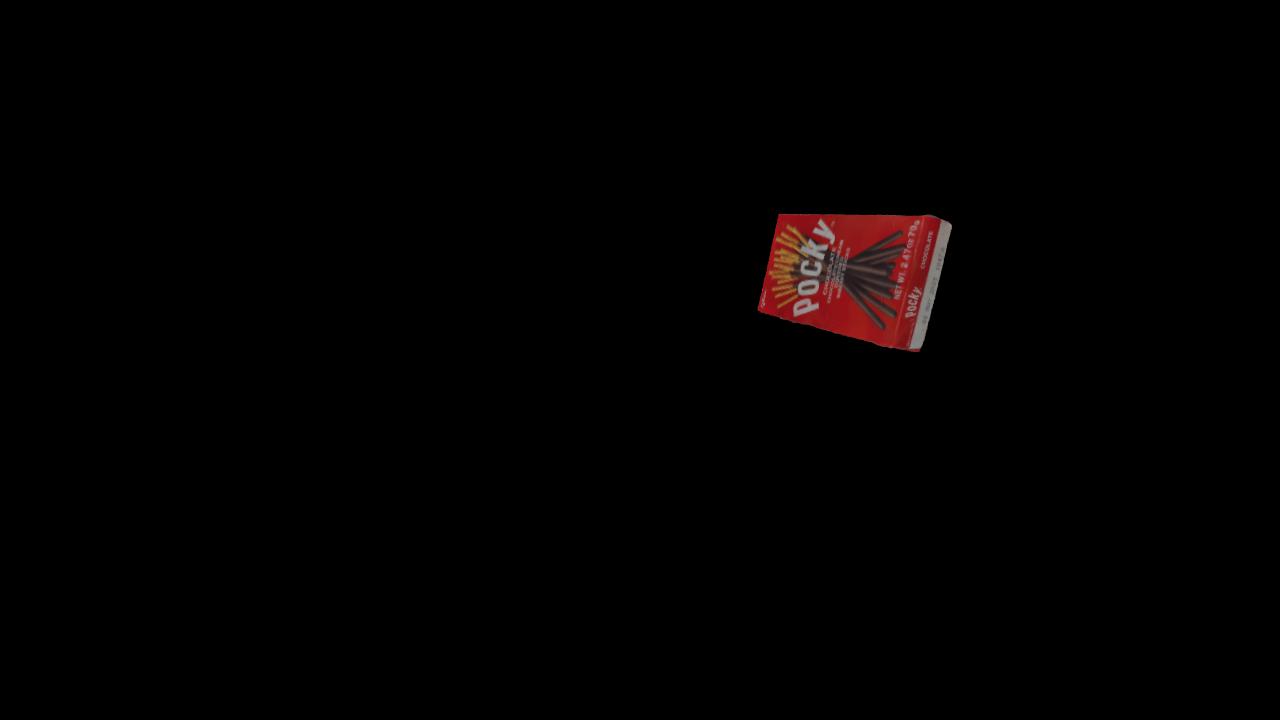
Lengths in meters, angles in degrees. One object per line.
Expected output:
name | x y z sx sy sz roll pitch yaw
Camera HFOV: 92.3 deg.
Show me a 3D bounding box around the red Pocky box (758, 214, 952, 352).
red Pocky box | 0.142 -0.061 0.438 0.028 0.083 0.155 5 11 -23
